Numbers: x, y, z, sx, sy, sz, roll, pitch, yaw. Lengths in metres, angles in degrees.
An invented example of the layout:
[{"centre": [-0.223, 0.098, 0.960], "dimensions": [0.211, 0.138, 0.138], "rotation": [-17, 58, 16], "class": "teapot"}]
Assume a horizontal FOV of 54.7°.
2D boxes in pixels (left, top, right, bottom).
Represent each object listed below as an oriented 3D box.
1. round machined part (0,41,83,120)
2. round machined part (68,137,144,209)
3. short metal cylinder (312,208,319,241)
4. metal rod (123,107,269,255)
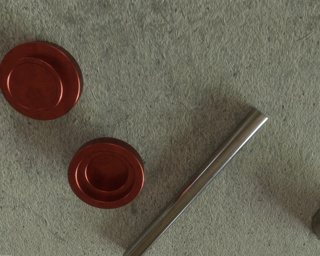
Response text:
[{"centre": [-0.148, -0.055, 0.378], "dimensions": [0.099, 0.042, 0.097], "rotation": [0, 110, -1], "class": "round machined part"}, {"centre": [-0.070, 0.057, 0.421], "dimensions": [0.099, 0.042, 0.097], "rotation": [0, 110, -1], "class": "round machined part"}, {"centre": [0.276, 0.153, 0.457], "dimensions": [0.081, 0.050, 0.079], "rotation": [0, 110, -1], "class": "short metal cylinder"}, {"centre": [0.042, 0.092, 0.444], "dimensions": [0.025, 0.025, 0.299], "rotation": [35, 106, -12], "class": "metal rod"}]
